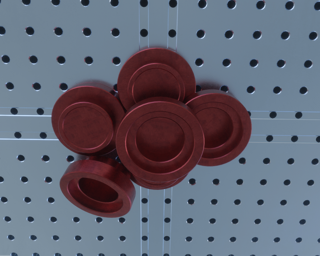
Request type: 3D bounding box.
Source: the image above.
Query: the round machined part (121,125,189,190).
[{"bbox_3d":[-0.004,0.042,0.419,0.099,0.042,0.097,0,110,0],"label":"round machined part"}]

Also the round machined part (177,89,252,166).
[{"bbox_3d":[0.064,-0.003,0.403,0.099,0.042,0.097,0,110,0],"label":"round machined part"}]

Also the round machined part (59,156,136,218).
[{"bbox_3d":[-0.079,0.075,0.417,0.098,0.042,0.097,9,134,10],"label":"round machined part"}]

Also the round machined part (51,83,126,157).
[{"bbox_3d":[-0.091,-0.006,0.401,0.099,0.042,0.097,0,110,0],"label":"round machined part"}]

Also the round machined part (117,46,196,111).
[{"bbox_3d":[-0.004,-0.050,0.386,0.099,0.042,0.097,0,110,0],"label":"round machined part"}]

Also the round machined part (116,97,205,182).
[{"bbox_3d":[0.000,0.010,0.362,0.099,0.042,0.097,0,110,0],"label":"round machined part"}]
